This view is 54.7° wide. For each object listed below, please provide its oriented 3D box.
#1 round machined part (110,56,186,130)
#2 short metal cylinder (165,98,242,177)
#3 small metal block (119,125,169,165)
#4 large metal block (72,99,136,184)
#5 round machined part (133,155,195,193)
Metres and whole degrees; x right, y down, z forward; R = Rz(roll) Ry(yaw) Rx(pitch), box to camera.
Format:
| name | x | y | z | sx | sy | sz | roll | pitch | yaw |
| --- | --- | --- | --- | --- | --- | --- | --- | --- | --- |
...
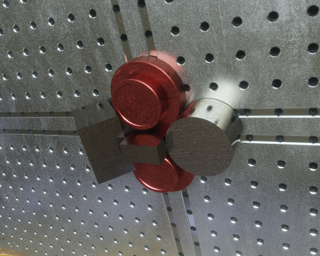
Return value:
| name | x | y | z | sx | sy | sz | roll | pitch | yaw |
| --- | --- | --- | --- | --- | --- | --- | --- | --- | --- |
| round machined part | -0.021 | -0.037 | 0.389 | 0.098 | 0.042 | 0.097 | 13 | 124 | 21 |
| short metal cylinder | 0.053 | 0.011 | 0.372 | 0.080 | 0.050 | 0.079 | 13 | 124 | 21 |
| small metal block | -0.014 | 0.019 | 0.386 | 0.050 | 0.050 | 0.025 | 2 | 119 | 27 |
| large metal block | -0.077 | 0.015 | 0.418 | 0.050 | 0.080 | 0.080 | -20 | 115 | -12 |
| round machined part | 0.001 | 0.051 | 0.432 | 0.098 | 0.042 | 0.097 | 13 | 124 | 21 |
